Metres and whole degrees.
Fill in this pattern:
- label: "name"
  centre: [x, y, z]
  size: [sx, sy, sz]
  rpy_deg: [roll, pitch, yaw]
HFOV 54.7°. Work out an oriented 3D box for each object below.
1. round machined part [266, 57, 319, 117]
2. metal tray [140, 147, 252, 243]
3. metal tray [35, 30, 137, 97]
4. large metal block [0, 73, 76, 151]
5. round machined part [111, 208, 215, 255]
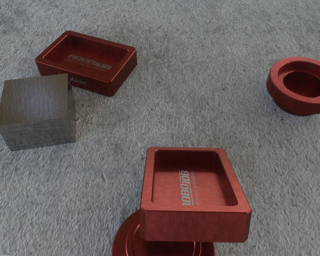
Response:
- label: "round machined part"
  centre: [0.201, -0.055, 0.441]
  size: [0.099, 0.042, 0.098]
  rpy_deg: [0, 50, 0]
- label: "metal tray"
  centre: [0.029, 0.058, 0.310]
  size: [0.091, 0.030, 0.130]
  rpy_deg: [1, 20, 0]
- label: "metal tray"
  centre: [-0.113, -0.104, 0.485]
  size: [0.130, 0.030, 0.090]
  rpy_deg: [18, 52, 14]
- label: "large metal block"
  centre: [-0.156, -0.022, 0.403]
  size: [0.081, 0.050, 0.080]
  rpy_deg: [-8, 51, -7]
- label: "round machined part"
  centre: [0.003, 0.116, 0.294]
  size: [0.099, 0.042, 0.098]
  rpy_deg: [0, 50, 0]
